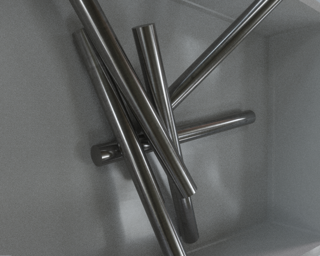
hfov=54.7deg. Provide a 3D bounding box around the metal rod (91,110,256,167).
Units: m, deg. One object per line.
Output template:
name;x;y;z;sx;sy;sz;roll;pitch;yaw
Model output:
metal rod;0.042;0.006;0.444;0.302;0.025;0.025;-13;98;-40

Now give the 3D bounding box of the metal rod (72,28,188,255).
metal rod;-0.028;0.033;0.348;0.025;0.025;0.299;-25;95;-38

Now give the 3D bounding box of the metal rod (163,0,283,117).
metal rod;0.086;-0.109;0.388;0.300;0.025;0.025;-45;122;3

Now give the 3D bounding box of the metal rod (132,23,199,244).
metal rod;0.013;0.025;0.387;0.025;0.025;0.298;-32;120;-36

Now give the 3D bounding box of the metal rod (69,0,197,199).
metal rod;-0.034;-0.049;0.335;0.025;0.025;0.299;-39;109;-33
